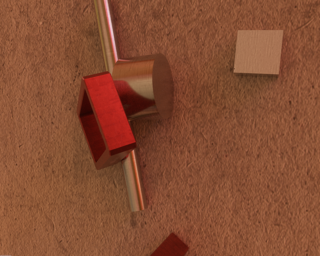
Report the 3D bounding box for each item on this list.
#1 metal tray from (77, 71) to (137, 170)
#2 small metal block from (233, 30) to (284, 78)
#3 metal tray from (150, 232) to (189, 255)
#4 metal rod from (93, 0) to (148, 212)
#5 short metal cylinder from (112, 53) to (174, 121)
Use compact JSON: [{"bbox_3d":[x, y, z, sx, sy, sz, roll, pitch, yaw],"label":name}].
[{"bbox_3d":[-0.071,-0.002,0.382,0.030,0.130,0.090,-18,82,-21],"label":"metal tray"},{"bbox_3d":[0.117,-0.088,0.368,0.050,0.025,0.050,6,92,19],"label":"small metal block"},{"bbox_3d":[-0.025,0.198,0.382,0.030,0.090,0.130,40,102,15],"label":"metal tray"},{"bbox_3d":[-0.055,-0.037,0.427,0.025,0.025,0.298,-12,86,19],"label":"metal rod"},{"bbox_3d":[-0.019,-0.050,0.385,0.050,0.080,0.079,-3,89,20],"label":"short metal cylinder"}]
